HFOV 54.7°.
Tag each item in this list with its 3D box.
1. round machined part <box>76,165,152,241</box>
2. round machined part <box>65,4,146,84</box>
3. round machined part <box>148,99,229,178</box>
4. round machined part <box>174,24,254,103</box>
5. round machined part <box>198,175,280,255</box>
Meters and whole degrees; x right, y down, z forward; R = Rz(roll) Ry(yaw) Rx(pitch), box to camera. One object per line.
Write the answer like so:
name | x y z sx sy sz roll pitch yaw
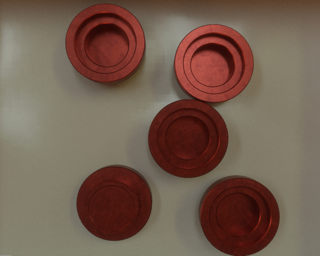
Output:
round machined part | -0.060 0.099 0.402 0.099 0.042 0.097 0 90 0
round machined part | -0.067 -0.105 0.402 0.099 0.042 0.097 0 90 0
round machined part | 0.035 0.012 0.400 0.099 0.042 0.097 0 95 1
round machined part | 0.067 -0.080 0.403 0.099 0.042 0.097 0 90 0
round machined part | 0.099 0.110 0.404 0.099 0.042 0.097 0 90 0
